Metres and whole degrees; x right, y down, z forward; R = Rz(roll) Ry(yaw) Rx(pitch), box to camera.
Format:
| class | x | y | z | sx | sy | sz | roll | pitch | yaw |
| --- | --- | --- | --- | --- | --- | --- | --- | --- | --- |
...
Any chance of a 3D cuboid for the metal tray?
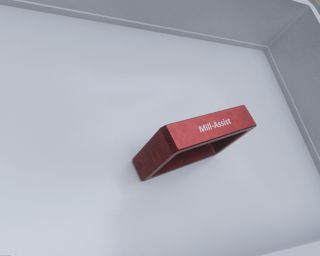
| class | x | y | z | sx | sy | sz | roll | pitch | yaw |
| --- | --- | --- | --- | --- | --- | --- | --- | --- | --- |
| metal tray | 0.042 | 0.018 | 0.375 | 0.131 | 0.090 | 0.030 | -15 | 70 | -34 |
